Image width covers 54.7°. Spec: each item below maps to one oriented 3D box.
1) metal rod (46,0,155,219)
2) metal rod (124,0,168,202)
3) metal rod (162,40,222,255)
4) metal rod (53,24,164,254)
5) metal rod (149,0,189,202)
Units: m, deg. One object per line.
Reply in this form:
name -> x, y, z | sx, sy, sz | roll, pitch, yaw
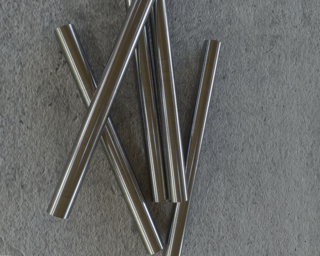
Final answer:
metal rod -> -0.061, -0.044, 0.358 | 0.025, 0.025, 0.299 | 23, 82, -19
metal rod -> -0.019, -0.054, 0.401 | 0.025, 0.025, 0.298 | -8, 93, -20
metal rod -> 0.045, 0.027, 0.425 | 0.025, 0.025, 0.298 | 13, 86, -20
metal rod -> -0.060, 0.020, 0.386 | 0.025, 0.025, 0.299 | -24, 98, -18
metal rod -> 0.008, -0.056, 0.400 | 0.025, 0.025, 0.298 | -6, 88, -20
